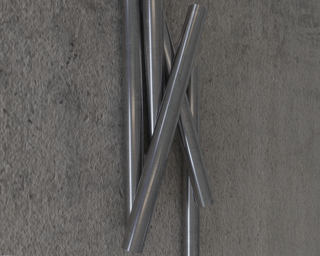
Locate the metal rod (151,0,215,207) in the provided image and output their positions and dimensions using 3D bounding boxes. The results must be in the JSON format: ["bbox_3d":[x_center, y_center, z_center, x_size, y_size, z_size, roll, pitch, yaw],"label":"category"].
[{"bbox_3d":[0.023,-0.041,0.405,0.025,0.025,0.298,-20,97,-38],"label":"metal rod"}]

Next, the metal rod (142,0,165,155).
[{"bbox_3d":[-0.008,-0.110,0.374,0.025,0.025,0.298,-10,103,-40],"label":"metal rod"}]

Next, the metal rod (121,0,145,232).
[{"bbox_3d":[-0.033,-0.026,0.376,0.025,0.025,0.298,-2,91,-40],"label":"metal rod"}]

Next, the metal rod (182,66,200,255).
[{"bbox_3d":[0.044,0.063,0.441,0.025,0.025,0.298,0,90,-40],"label":"metal rod"}]

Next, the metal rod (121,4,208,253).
[{"bbox_3d":[0.008,-0.006,0.369,0.025,0.025,0.299,22,80,-38],"label":"metal rod"}]
